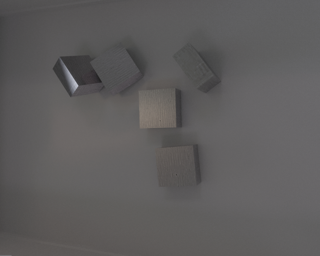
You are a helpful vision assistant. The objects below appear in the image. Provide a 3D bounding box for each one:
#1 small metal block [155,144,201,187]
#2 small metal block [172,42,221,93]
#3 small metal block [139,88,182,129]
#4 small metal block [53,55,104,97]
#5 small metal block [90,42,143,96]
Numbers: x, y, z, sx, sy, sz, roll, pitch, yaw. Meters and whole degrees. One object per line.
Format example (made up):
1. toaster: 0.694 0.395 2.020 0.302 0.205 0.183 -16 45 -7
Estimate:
1. small metal block: 0.024 0.049 0.402 0.050 0.025 0.050 -6 88 20
2. small metal block: 0.046 -0.072 0.381 0.025 0.050 0.050 -38 78 16
3. small metal block: 0.001 -0.025 0.410 0.050 0.025 0.050 -2 89 20
4. small metal block: -0.112 -0.074 0.434 0.025 0.050 0.050 -43 75 37
5. small metal block: -0.059 -0.080 0.425 0.050 0.025 0.050 -33 79 2
